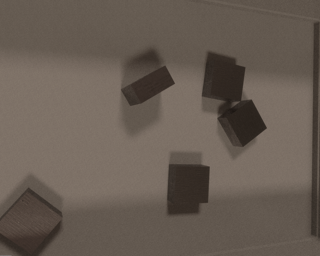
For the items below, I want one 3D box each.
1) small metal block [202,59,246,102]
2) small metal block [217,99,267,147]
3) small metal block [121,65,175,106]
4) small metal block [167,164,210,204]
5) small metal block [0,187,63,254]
[{"bbox_3d":[0.092,-0.067,0.446,0.050,0.025,0.050,9,87,-20],"label":"small metal block"},{"bbox_3d":[0.121,-0.007,0.457,0.050,0.025,0.050,-35,102,-17],"label":"small metal block"},{"bbox_3d":[-0.016,-0.052,0.392,0.050,0.050,0.025,-32,101,-17],"label":"small metal block"},{"bbox_3d":[0.039,0.076,0.426,0.050,0.025,0.050,3,89,-20],"label":"small metal block"},{"bbox_3d":[-0.150,0.106,0.356,0.050,0.025,0.050,44,76,-15],"label":"small metal block"}]
